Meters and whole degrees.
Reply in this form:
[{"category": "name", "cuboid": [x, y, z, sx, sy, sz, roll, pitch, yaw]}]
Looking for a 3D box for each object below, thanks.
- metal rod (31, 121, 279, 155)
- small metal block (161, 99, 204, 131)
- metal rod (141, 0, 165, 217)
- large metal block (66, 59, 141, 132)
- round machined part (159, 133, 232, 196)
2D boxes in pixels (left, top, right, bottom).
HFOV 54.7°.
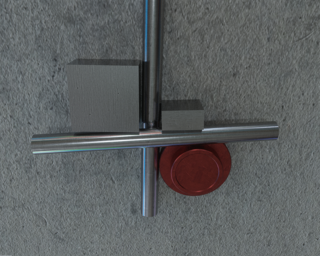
[{"category": "metal rod", "cuboid": [-0.003, 0.012, 0.389, 0.302, 0.025, 0.025, -3, 110, -4]}, {"category": "small metal block", "cuboid": [0.027, -0.018, 0.392, 0.050, 0.050, 0.025, -1, 110, 0]}, {"category": "metal rod", "cuboid": [-0.011, -0.016, 0.405, 0.025, 0.025, 0.298, 1, 110, -1]}, {"category": "large metal block", "cuboid": [-0.065, -0.041, 0.381, 0.081, 0.050, 0.079, 1, 110, -1]}, {"category": "round machined part", "cuboid": [0.048, 0.052, 0.421, 0.099, 0.042, 0.097, 0, 110, -1]}]
